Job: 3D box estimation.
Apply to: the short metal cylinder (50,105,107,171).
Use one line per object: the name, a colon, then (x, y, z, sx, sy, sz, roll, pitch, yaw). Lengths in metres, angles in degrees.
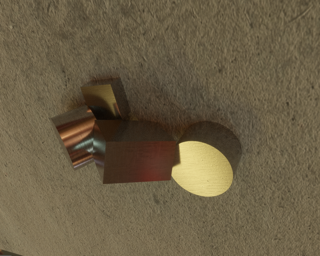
short metal cylinder: (-0.113, 0.013, 0.435, 0.080, 0.050, 0.080, 50, 155, 35)

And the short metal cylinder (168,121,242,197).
short metal cylinder: (0.056, 0.038, 0.385, 0.080, 0.050, 0.079, 13, 124, 20)

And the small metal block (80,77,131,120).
small metal block: (-0.073, -0.039, 0.421, 0.050, 0.025, 0.050, -1, 118, 28)

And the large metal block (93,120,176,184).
large metal block: (-0.035, 0.026, 0.382, 0.081, 0.080, 0.050, 1, 108, -21)

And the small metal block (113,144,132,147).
small metal block: (-0.052, 0.039, 0.458, 0.050, 0.025, 0.050, 3, 120, 26)
